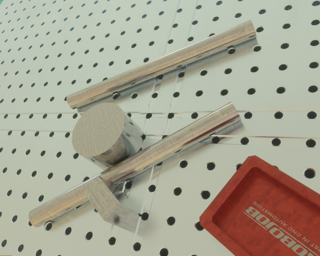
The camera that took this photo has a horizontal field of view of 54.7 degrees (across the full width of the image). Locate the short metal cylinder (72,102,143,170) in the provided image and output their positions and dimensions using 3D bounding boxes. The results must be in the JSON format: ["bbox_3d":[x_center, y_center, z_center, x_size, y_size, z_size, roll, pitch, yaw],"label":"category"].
[{"bbox_3d":[-0.071,0.012,0.420,0.080,0.050,0.080,-13,56,20],"label":"short metal cylinder"}]

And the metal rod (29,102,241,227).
[{"bbox_3d":[-0.039,0.051,0.395,0.301,0.025,0.025,-29,52,9],"label":"metal rod"}]

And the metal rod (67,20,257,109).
[{"bbox_3d":[-0.008,-0.089,0.465,0.301,0.025,0.025,-19,55,16],"label":"metal rod"}]

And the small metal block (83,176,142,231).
[{"bbox_3d":[-0.056,0.089,0.365,0.025,0.050,0.050,-47,52,-4],"label":"small metal block"}]

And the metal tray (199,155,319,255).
[{"bbox_3d":[0.113,0.095,0.286,0.130,0.030,0.090,35,81,38],"label":"metal tray"}]
